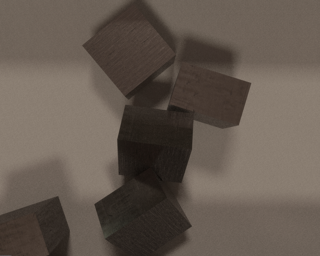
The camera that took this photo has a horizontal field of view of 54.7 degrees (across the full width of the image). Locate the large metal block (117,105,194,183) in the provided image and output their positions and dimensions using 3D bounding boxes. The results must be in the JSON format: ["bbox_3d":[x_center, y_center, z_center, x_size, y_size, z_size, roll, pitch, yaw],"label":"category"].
[{"bbox_3d":[-0.006,0.022,0.377,0.081,0.080,0.050,8,53,-1],"label":"large metal block"}]

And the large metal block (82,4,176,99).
[{"bbox_3d":[-0.037,-0.094,0.398,0.080,0.050,0.080,-40,91,0],"label":"large metal block"}]

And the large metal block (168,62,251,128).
[{"bbox_3d":[0.055,-0.036,0.383,0.080,0.080,0.050,17,87,-1],"label":"large metal block"}]

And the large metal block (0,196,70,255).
[{"bbox_3d":[-0.169,0.129,0.382,0.080,0.080,0.050,-18,90,0],"label":"large metal block"}]

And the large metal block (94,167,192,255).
[{"bbox_3d":[-0.019,0.107,0.378,0.080,0.050,0.080,-34,133,0],"label":"large metal block"}]
